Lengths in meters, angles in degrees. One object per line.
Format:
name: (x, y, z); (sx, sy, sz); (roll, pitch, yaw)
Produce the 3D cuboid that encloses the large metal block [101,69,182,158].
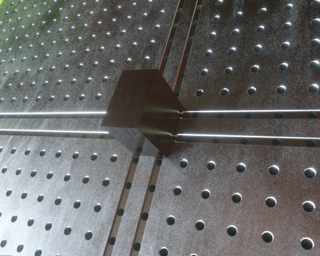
large metal block: (-0.019, -0.017, 0.391); (0.050, 0.080, 0.080); (4, 64, 29)
